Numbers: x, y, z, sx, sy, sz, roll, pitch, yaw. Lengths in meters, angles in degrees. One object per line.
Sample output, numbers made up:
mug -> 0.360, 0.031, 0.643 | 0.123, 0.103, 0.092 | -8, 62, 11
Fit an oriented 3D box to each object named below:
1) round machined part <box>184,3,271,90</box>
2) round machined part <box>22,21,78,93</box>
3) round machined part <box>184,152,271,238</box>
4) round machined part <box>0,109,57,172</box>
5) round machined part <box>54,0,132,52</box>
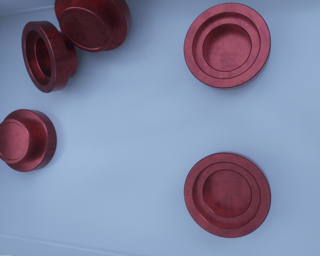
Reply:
round machined part -> 0.082, -0.094, 0.373 | 0.098, 0.042, 0.097 | 0, 90, 20
round machined part -> -0.154, -0.102, 0.441 | 0.098, 0.042, 0.097 | 21, 121, 41
round machined part -> 0.082, 0.077, 0.373 | 0.098, 0.042, 0.097 | 0, 90, 20
round machined part -> -0.213, 0.019, 0.477 | 0.098, 0.042, 0.097 | 0, 90, 20
round machined part -> -0.090, -0.138, 0.401 | 0.098, 0.098, 0.042 | 3, 54, 20
